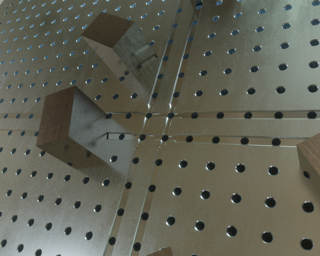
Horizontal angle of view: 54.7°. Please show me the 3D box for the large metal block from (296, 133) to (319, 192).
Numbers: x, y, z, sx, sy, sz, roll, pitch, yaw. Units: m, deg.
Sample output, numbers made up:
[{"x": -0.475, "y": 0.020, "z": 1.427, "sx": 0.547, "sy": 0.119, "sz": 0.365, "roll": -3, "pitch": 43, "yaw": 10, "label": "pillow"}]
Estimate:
[{"x": 0.183, "y": 0.037, "z": 0.274, "sx": 0.080, "sy": 0.050, "sz": 0.080, "roll": -30, "pitch": 52, "yaw": 9, "label": "large metal block"}]

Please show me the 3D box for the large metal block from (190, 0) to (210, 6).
[{"x": 0.083, "y": -0.258, "z": 0.506, "sx": 0.080, "sy": 0.050, "sz": 0.080, "roll": -10, "pitch": 58, "yaw": 22, "label": "large metal block"}]

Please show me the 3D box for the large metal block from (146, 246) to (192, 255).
[{"x": 0.012, "y": 0.158, "z": 0.269, "sx": 0.050, "sy": 0.080, "sz": 0.080, "roll": -26, "pitch": 53, "yaw": 12, "label": "large metal block"}]

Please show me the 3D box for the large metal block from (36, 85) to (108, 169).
[{"x": -0.118, "y": 0.001, "z": 0.432, "sx": 0.050, "sy": 0.080, "sz": 0.080, "roll": -16, "pitch": 56, "yaw": 19, "label": "large metal block"}]

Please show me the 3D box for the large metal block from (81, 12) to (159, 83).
[{"x": -0.061, "y": -0.125, "z": 0.480, "sx": 0.080, "sy": 0.080, "sz": 0.050, "roll": 31, "pitch": 79, "yaw": 37, "label": "large metal block"}]
